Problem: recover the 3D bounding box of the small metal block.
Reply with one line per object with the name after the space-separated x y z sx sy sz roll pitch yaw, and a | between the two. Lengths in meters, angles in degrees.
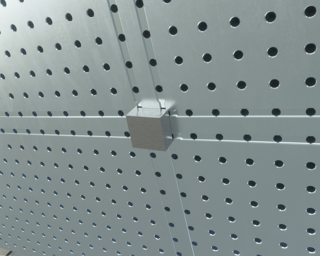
-0.014 0.001 0.417 0.050 0.025 0.050 5 121 25 | small metal block
